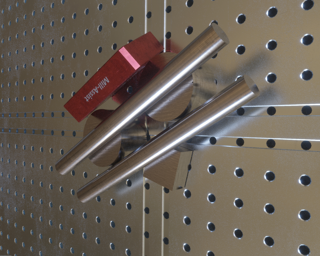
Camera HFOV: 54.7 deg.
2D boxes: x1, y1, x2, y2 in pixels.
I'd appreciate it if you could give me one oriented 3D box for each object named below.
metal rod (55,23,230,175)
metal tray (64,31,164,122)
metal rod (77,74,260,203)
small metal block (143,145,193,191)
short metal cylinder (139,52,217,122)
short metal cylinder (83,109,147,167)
[{"bbox_3d":[-0.043,-0.016,0.376,0.299,0.025,0.025,-36,68,33],"label":"metal rod"},{"bbox_3d":[-0.061,-0.067,0.413,0.130,0.090,0.030,-35,100,34],"label":"metal tray"},{"bbox_3d":[-0.012,0.030,0.384,0.299,0.025,0.025,-35,69,34],"label":"metal rod"},{"bbox_3d":[0.009,0.046,0.399,0.050,0.025,0.050,19,102,38],"label":"small metal block"},{"bbox_3d":[0.021,-0.047,0.375,0.080,0.050,0.079,0,90,39],"label":"short metal cylinder"},{"bbox_3d":[-0.065,0.014,0.444,0.080,0.050,0.079,0,90,39],"label":"short metal cylinder"}]
